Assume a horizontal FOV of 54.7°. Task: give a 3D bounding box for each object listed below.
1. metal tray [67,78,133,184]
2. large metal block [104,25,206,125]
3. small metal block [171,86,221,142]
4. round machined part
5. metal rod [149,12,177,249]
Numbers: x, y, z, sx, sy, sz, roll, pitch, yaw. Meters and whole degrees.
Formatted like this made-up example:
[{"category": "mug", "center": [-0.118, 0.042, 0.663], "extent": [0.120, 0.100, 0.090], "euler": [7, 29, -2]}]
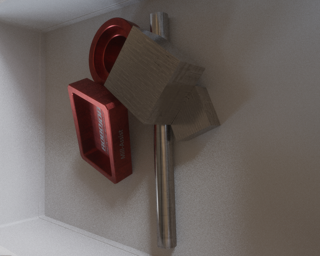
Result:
[{"category": "metal tray", "center": [-0.082, 0.005, 0.434], "extent": [0.090, 0.030, 0.129], "euler": [29, 133, 36]}, {"category": "large metal block", "center": [-0.009, -0.060, 0.362], "extent": [0.080, 0.050, 0.080], "euler": [44, 115, 29]}, {"category": "small metal block", "center": [0.038, -0.016, 0.374], "extent": [0.050, 0.025, 0.050], "euler": [-29, 73, 35]}, {"category": "round machined part", "center": [-0.053, -0.100, 0.435], "extent": [0.098, 0.042, 0.097], "euler": [-3, 86, 41]}, {"category": "metal rod", "center": [0.004, 0.002, 0.401], "extent": [0.025, 0.025, 0.298], "euler": [-3, 88, 39]}]
